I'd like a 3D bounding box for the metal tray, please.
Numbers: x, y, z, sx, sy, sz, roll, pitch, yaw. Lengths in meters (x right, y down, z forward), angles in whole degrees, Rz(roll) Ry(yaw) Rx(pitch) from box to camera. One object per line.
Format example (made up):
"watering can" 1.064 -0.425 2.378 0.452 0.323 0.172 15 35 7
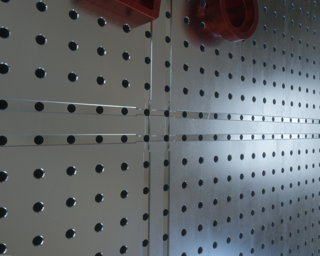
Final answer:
"metal tray" -0.037 -0.204 0.373 0.091 0.030 0.129 12 82 -39

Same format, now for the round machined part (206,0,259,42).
"round machined part" 0.110 -0.185 0.490 0.099 0.042 0.097 0 90 -40
